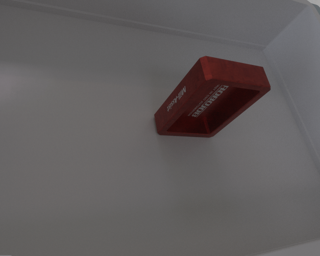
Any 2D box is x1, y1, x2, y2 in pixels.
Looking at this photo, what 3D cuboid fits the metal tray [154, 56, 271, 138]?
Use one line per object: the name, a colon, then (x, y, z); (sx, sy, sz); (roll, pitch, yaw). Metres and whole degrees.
metal tray: (0.060, -0.031, 0.389); (0.091, 0.129, 0.030); (4, 60, -26)
